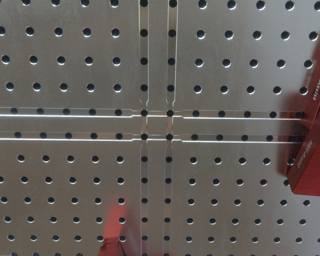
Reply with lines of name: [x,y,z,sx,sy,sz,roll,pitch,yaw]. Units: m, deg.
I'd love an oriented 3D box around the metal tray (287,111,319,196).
metal tray: [0.233,0.038,0.402,0.090,0.030,0.129,5,130,0]

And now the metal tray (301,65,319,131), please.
metal tray: [0.247,-0.052,0.393,0.091,0.030,0.129,8,110,-3]

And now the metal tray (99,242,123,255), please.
metal tray: [-0.060,0.251,0.461,0.030,0.090,0.129,-15,103,-1]
